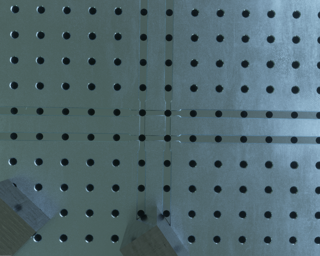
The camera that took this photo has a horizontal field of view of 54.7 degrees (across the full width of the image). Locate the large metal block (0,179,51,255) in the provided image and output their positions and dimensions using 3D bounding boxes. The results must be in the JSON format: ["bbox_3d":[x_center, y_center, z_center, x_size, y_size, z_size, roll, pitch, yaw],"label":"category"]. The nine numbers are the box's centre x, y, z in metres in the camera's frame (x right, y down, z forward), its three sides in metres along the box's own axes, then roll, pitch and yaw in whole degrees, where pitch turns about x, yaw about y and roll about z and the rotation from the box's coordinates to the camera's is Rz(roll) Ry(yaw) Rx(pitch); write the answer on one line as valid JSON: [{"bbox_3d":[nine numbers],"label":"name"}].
[{"bbox_3d":[-0.207,0.126,0.398,0.080,0.050,0.080,44,90,-1],"label":"large metal block"}]

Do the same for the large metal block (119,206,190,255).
[{"bbox_3d":[-0.002,0.155,0.386,0.050,0.080,0.080,-34,91,0],"label":"large metal block"}]
